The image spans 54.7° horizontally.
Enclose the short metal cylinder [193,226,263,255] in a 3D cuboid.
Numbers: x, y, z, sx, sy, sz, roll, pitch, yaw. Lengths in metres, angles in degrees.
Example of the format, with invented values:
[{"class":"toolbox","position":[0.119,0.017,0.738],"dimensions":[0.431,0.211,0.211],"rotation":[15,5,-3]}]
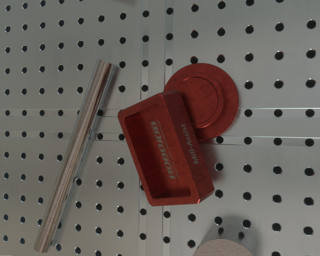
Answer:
[{"class":"short metal cylinder","position":[0.081,0.164,0.370],"dimensions":[0.080,0.050,0.079],"rotation":[0,90,19]}]

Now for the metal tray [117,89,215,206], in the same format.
[{"class":"metal tray","position":[0.004,0.028,0.379],"dimensions":[0.090,0.030,0.129],"rotation":[-19,91,47]}]

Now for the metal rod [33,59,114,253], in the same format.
[{"class":"metal rod","position":[-0.129,0.045,0.456],"dimensions":[0.025,0.025,0.298],"rotation":[23,97,18]}]

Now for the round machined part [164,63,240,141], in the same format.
[{"class":"round machined part","position":[0.048,-0.033,0.386],"dimensions":[0.098,0.042,0.097],"rotation":[0,90,19]}]
